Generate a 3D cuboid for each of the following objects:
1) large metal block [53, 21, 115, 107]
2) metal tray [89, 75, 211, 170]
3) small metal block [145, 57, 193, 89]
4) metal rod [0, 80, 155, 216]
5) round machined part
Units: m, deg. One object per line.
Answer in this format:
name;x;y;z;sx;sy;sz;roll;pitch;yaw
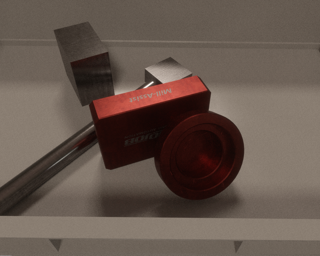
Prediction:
large metal block;-0.107;-0.092;0.445;0.050;0.080;0.080;-21;54;-17
metal tray;-0.009;-0.005;0.365;0.131;0.089;0.030;-16;49;-13
small metal block;0.012;-0.077;0.468;0.050;0.025;0.050;-30;57;-26
metal rod;-0.111;0.027;0.380;0.025;0.025;0.302;35;58;25
round machined part;0.040;0.027;0.347;0.099;0.097;0.042;-17;18;-14
